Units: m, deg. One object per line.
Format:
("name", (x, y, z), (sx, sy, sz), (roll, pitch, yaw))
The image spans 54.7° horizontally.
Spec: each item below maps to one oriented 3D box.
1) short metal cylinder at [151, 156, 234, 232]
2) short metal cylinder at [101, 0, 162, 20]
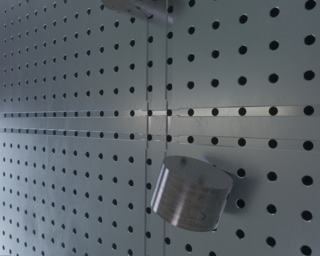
("short metal cylinder", (0.035, 0.070, 0.345), (0.080, 0.081, 0.050), (26, 107, 37))
("short metal cylinder", (-0.039, -0.196, 0.425), (0.080, 0.050, 0.079), (0, 90, 39))
